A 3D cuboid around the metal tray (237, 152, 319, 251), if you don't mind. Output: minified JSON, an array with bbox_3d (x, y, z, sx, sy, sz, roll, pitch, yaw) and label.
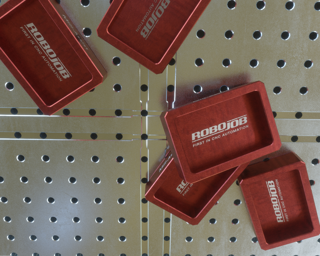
[{"bbox_3d":[0.173,0.109,0.451,0.090,0.030,0.129,-19,109,7],"label":"metal tray"}]

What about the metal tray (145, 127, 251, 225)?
[{"bbox_3d":[0.050,0.065,0.434,0.090,0.030,0.129,32,107,-11],"label":"metal tray"}]

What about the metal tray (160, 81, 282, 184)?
[{"bbox_3d":[0.076,0.003,0.383,0.131,0.030,0.090,-19,96,-10],"label":"metal tray"}]

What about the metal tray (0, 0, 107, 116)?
[{"bbox_3d":[-0.138,-0.091,0.375,0.090,0.030,0.130,-31,107,10],"label":"metal tray"}]

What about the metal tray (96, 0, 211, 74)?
[{"bbox_3d":[-0.002,-0.140,0.358,0.090,0.030,0.129,32,107,-11],"label":"metal tray"}]
